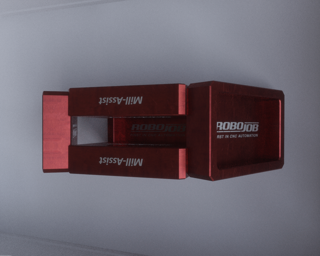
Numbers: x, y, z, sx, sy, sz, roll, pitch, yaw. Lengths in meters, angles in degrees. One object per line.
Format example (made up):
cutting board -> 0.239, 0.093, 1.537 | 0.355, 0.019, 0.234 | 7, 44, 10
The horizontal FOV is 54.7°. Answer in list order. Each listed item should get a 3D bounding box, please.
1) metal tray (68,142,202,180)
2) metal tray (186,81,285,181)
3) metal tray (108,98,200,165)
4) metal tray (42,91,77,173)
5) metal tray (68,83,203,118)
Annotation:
metal tray -> -0.024, 0.033, 0.351 | 0.130, 0.090, 0.030 | 0, 90, 19
metal tray -> 0.084, 0.002, 0.325 | 0.030, 0.131, 0.089 | 1, 91, 49
metal tray -> -0.004, 0.003, 0.408 | 0.130, 0.030, 0.089 | 0, 90, 19
metal tray -> -0.125, 0.003, 0.399 | 0.030, 0.130, 0.089 | 0, 91, -12
metal tray -> -0.024, -0.027, 0.350 | 0.130, 0.090, 0.030 | 0, 90, 20
